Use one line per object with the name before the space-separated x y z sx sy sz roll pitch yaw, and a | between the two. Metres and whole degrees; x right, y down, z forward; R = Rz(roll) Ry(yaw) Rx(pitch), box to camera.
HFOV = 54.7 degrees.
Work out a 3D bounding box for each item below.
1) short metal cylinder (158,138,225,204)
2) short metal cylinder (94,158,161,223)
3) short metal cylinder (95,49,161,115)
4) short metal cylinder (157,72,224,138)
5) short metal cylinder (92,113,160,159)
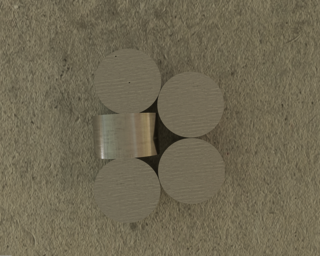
short metal cylinder | 0.038 0.051 0.398 0.080 0.050 0.080 0 91 1
short metal cylinder | -0.039 0.074 0.398 0.080 0.050 0.080 0 90 1
short metal cylinder | -0.038 -0.056 0.398 0.080 0.050 0.080 0 90 1
short metal cylinder | 0.037 -0.029 0.398 0.081 0.050 0.080 0 91 0
short metal cylinder | -0.042 0.009 0.383 0.080 0.080 0.050 -3 90 0
